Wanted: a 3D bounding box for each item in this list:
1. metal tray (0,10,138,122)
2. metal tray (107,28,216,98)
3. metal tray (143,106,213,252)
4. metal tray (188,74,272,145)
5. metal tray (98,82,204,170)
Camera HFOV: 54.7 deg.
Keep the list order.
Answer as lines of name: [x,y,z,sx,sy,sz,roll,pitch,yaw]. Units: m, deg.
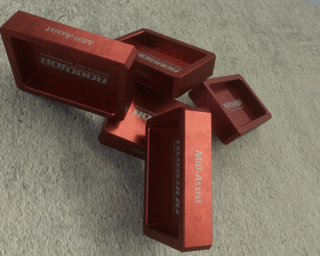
metal tray: [-0.094,-0.062,0.332,0.131,0.089,0.030,18,53,2]
metal tray: [-0.003,-0.093,0.421,0.130,0.030,0.091,29,45,27]
metal tray: [0.015,0.049,0.318,0.030,0.090,0.129,5,80,-26]
metal tray: [0.109,-0.033,0.462,0.131,0.030,0.090,-19,71,-51]
metal tray: [-0.004,-0.001,0.402,0.131,0.030,0.090,23,53,-15]
